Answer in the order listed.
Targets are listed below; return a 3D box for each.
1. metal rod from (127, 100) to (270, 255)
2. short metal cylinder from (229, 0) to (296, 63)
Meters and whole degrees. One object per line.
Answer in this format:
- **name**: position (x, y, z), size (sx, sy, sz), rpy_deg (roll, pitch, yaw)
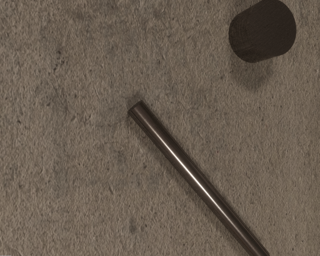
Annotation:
- **metal rod**: position (0.061, 0.084, 0.433), size (0.025, 0.025, 0.300), rpy_deg (-44, 104, -15)
- **short metal cylinder**: position (0.149, -0.140, 0.452), size (0.081, 0.050, 0.079), rpy_deg (0, 90, -21)
